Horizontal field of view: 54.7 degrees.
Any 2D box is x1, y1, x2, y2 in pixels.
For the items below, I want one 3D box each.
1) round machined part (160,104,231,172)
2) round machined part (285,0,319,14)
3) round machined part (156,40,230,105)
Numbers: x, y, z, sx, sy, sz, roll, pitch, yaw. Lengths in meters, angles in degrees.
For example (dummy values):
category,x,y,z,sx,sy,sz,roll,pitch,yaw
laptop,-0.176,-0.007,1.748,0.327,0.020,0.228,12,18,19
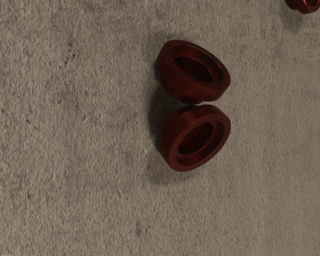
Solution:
category,x,y,z,sx,sy,sz,roll,pitch,yaw
round machined part,0.042,0.008,0.411,0.099,0.042,0.097,-22,139,-21
round machined part,0.294,-0.286,0.644,0.099,0.042,0.097,0,90,-40
round machined part,0.039,-0.069,0.407,0.099,0.042,0.098,18,42,-17
